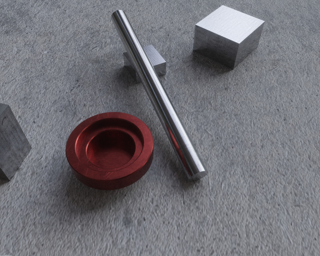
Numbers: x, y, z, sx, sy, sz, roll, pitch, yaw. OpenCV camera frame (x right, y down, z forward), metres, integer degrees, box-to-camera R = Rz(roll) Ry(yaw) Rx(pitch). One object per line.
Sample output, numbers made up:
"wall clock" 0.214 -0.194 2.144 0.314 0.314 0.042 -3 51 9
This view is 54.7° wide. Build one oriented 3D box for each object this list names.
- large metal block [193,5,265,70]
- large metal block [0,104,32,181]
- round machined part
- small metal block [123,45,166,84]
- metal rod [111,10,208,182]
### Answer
"large metal block" 0.113 -0.153 0.516 0.080 0.050 0.080 33 57 24
"large metal block" -0.209 0.011 0.357 0.080 0.080 0.050 11 51 9
"round machined part" -0.057 0.030 0.366 0.099 0.042 0.098 0 50 0
"small metal block" -0.024 -0.101 0.488 0.050 0.025 0.050 -21 53 -17
"metal rod" -0.012 -0.062 0.430 0.025 0.025 0.299 -17 60 -14
